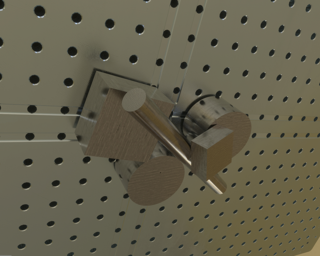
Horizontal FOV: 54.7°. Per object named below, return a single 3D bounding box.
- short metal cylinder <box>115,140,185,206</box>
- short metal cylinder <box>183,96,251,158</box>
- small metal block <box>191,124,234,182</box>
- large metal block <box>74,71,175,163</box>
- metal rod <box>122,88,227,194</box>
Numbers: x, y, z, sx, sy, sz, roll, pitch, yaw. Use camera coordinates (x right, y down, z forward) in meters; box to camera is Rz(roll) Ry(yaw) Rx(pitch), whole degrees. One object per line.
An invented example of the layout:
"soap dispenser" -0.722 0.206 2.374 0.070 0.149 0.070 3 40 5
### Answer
"short metal cylinder" -0.014 0.057 0.418 0.081 0.050 0.079 -14 124 -21
"short metal cylinder" 0.080 0.002 0.435 0.081 0.050 0.079 -14 124 -21
"small metal block" 0.065 0.030 0.387 0.050 0.025 0.050 -29 130 -33
"large metal block" -0.042 -0.011 0.358 0.081 0.050 0.079 11 113 -33
"metal rod" 0.039 0.037 0.405 0.025 0.025 0.300 -43 144 1
